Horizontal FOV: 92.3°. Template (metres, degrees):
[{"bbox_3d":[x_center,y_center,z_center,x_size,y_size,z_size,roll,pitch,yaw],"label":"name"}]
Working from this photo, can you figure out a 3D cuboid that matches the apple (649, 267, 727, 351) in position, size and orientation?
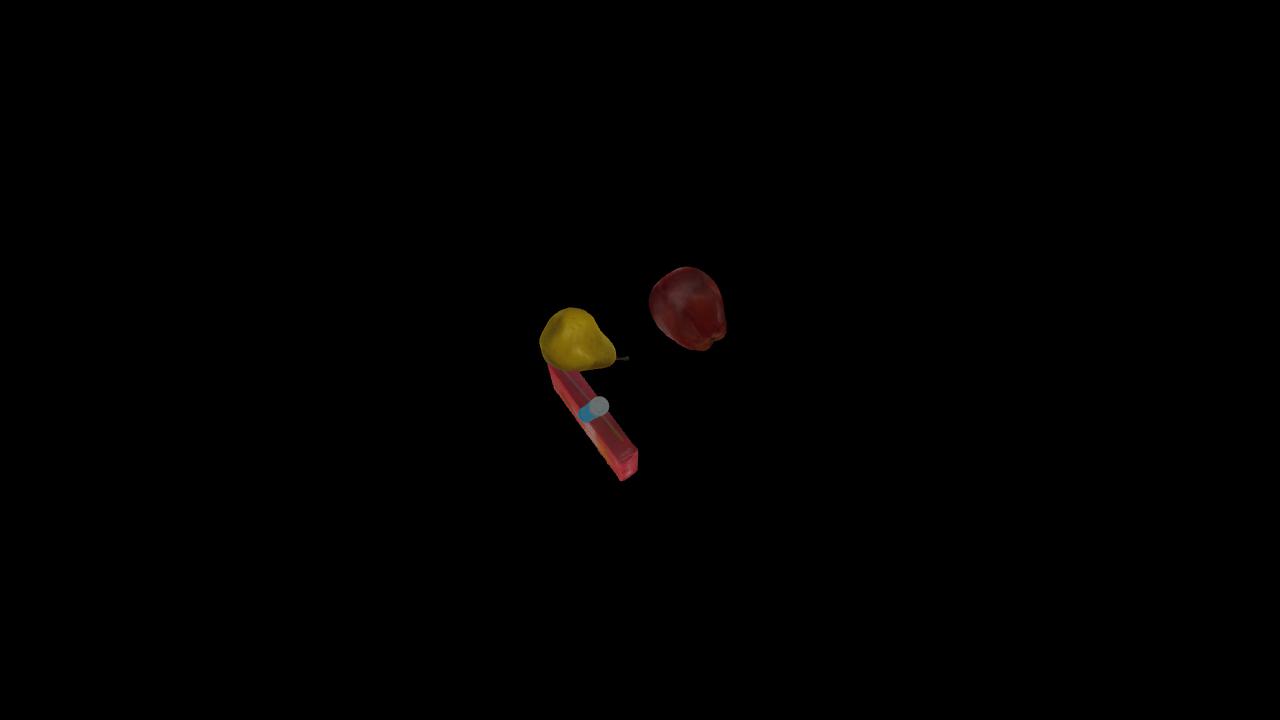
[{"bbox_3d":[0.054,-0.057,0.671,0.079,0.093,0.079,-27,-21,-11],"label":"apple"}]

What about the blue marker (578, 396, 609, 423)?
[{"bbox_3d":[-0.050,0.053,0.640,0.020,0.020,0.121,0,-9,-11],"label":"blue marker"}]

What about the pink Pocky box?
[{"bbox_3d":[-0.057,0.070,0.742,0.029,0.155,0.084,-33,-20,-15],"label":"pink Pocky box"}]

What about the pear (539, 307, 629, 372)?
[{"bbox_3d":[-0.066,-0.012,0.750,0.111,0.080,0.080,34,-18,-29],"label":"pear"}]
